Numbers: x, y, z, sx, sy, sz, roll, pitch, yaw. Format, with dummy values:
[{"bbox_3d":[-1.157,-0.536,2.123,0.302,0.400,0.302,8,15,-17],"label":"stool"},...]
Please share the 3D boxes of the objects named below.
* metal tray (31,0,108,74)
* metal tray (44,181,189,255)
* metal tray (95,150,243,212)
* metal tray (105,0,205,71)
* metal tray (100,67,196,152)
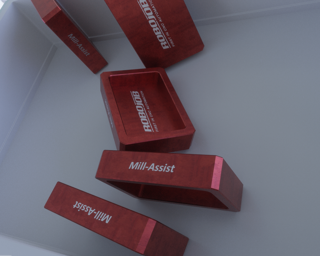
[{"bbox_3d":[-0.147,-0.158,0.513,0.030,0.130,0.090,-39,51,2],"label":"metal tray"},{"bbox_3d":[-0.045,0.100,0.326,0.130,0.090,0.030,11,68,33],"label":"metal tray"},{"bbox_3d":[0.011,0.055,0.323,0.130,0.090,0.030,0,65,28],"label":"metal tray"},{"bbox_3d":[-0.005,-0.149,0.431,0.090,0.130,0.030,-24,36,13],"label":"metal tray"},{"bbox_3d":[-0.021,-0.025,0.398,0.091,0.030,0.130,-8,49,-17],"label":"metal tray"}]
